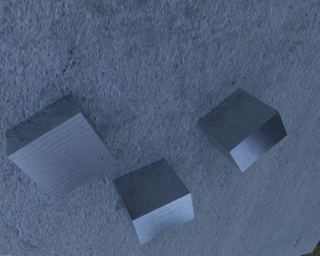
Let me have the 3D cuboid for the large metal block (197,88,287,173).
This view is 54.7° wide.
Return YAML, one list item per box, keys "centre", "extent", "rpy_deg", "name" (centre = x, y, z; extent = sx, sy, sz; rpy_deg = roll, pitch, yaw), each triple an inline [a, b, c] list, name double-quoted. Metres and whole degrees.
- centre: [0.113, 0.001, 0.433]
  extent: [0.080, 0.080, 0.050]
  rpy_deg: [-39, 129, -2]
  name: "large metal block"

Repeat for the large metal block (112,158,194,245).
- centre: [-0.010, 0.097, 0.426]
  extent: [0.081, 0.080, 0.050]
  rpy_deg: [-22, 127, -15]
  name: "large metal block"

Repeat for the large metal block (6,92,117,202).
- centre: [-0.108, 0.021, 0.345]
  extent: [0.080, 0.050, 0.080]
  rpy_deg: [-33, 129, -7]
  name: "large metal block"
